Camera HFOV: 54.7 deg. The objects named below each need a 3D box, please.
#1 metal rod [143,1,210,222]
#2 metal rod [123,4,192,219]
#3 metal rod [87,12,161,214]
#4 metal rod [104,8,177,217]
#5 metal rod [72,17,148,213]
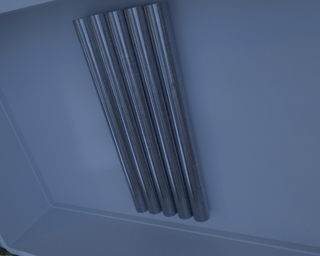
[{"bbox_3d":[0.028,-0.002,0.391,0.025,0.025,0.298,0,119,28],"label":"metal rod"},{"bbox_3d":[0.006,-0.002,0.403,0.025,0.025,0.298,0,119,28],"label":"metal rod"},{"bbox_3d":[-0.040,-0.003,0.426,0.025,0.025,0.298,0,119,28],"label":"metal rod"},{"bbox_3d":[-0.017,-0.003,0.415,0.025,0.025,0.298,0,119,28],"label":"metal rod"},{"bbox_3d":[-0.061,-0.002,0.438,0.025,0.025,0.298,0,119,28],"label":"metal rod"}]
